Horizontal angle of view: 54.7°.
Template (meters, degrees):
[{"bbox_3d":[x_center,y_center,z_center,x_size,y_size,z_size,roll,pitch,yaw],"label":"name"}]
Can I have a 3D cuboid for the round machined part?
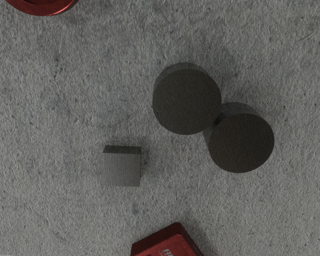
[{"bbox_3d":[-0.128,-0.173,0.336,0.099,0.042,0.097,0,110,0],"label":"round machined part"}]

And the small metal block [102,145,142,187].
[{"bbox_3d":[-0.052,0.053,0.429,0.050,0.025,0.050,2,110,-1],"label":"small metal block"}]

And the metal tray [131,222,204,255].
[{"bbox_3d":[0.025,0.220,0.488,0.090,0.030,0.130,-30,108,10],"label":"metal tray"}]

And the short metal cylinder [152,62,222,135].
[{"bbox_3d":[0.031,-0.037,0.383,0.081,0.050,0.079,0,110,0],"label":"short metal cylinder"}]

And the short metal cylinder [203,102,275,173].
[{"bbox_3d":[0.100,0.011,0.402,0.081,0.050,0.079,0,110,0],"label":"short metal cylinder"}]
